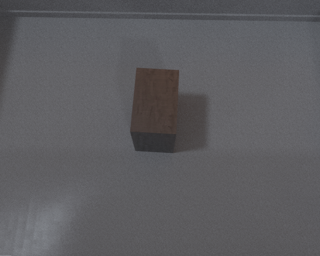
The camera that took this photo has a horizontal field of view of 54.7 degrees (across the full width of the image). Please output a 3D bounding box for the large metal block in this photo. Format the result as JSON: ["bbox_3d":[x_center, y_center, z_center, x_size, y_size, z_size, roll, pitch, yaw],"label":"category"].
[{"bbox_3d":[-0.005,-0.019,0.387,0.050,0.080,0.080,3,70,1],"label":"large metal block"}]
